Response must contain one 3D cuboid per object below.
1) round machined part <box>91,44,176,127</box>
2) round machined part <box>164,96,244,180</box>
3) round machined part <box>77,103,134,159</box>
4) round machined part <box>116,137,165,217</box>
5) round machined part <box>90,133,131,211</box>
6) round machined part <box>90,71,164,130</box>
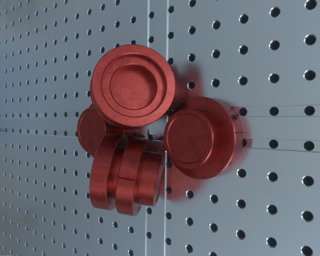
[{"bbox_3d":[-0.033,-0.049,0.381,0.042,0.099,0.098,157,109,-79],"label":"round machined part"},{"bbox_3d":[0.043,0.012,0.364,0.098,0.042,0.097,0,90,40],"label":"round machined part"},{"bbox_3d":[-0.089,0.003,0.473,0.098,0.042,0.097,0,90,40],"label":"round machined part"},{"bbox_3d":[-0.021,0.062,0.392,0.042,0.098,0.097,9,97,8],"label":"round machined part"},{"bbox_3d":[-0.052,0.057,0.400,0.042,0.098,0.097,8,96,8],"label":"round machined part"},{"bbox_3d":[-0.042,-0.046,0.412,0.042,0.099,0.098,157,109,-79],"label":"round machined part"}]
